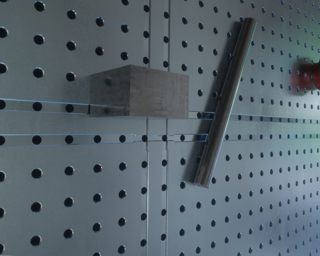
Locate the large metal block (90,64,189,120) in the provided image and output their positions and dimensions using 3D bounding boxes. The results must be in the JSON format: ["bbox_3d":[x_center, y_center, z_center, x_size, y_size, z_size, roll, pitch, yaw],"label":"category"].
[{"bbox_3d":[-0.024,-0.036,0.355,0.081,0.080,0.050,2,89,-40],"label":"large metal block"}]

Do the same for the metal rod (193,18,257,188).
[{"bbox_3d":[0.110,-0.050,0.503,0.025,0.025,0.299,31,71,-36],"label":"metal rod"}]

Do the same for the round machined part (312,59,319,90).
[{"bbox_3d":[0.396,-0.125,0.732,0.099,0.042,0.097,4,83,-38],"label":"round machined part"}]
